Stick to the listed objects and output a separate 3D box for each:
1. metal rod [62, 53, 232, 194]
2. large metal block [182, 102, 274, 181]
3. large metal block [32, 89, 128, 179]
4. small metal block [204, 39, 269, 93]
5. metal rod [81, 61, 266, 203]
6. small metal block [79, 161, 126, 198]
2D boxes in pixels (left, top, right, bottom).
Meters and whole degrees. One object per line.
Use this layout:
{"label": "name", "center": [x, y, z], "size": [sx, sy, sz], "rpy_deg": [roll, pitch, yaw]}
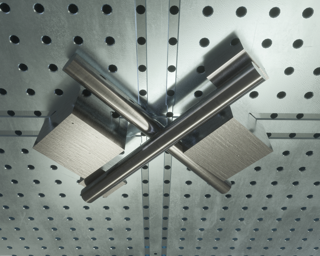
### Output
{"label": "metal rod", "center": [0.001, 0.010, 0.418], "size": [0.025, 0.025, 0.301], "rpy_deg": [-35, 122, 26]}
{"label": "large metal block", "center": [0.086, 0.014, 0.408], "size": [0.080, 0.050, 0.080], "rpy_deg": [35, 122, -26]}
{"label": "large metal block", "center": [-0.101, 0.010, 0.403], "size": [0.080, 0.050, 0.080], "rpy_deg": [-36, 122, 26]}
{"label": "small metal block", "center": [0.088, -0.064, 0.358], "size": [0.050, 0.025, 0.050], "rpy_deg": [-37, 122, 27]}
{"label": "metal rod", "center": [-0.002, 0.020, 0.395], "size": [0.299, 0.025, 0.025], "rpy_deg": [-37, 121, 27]}
{"label": "small metal block", "center": [-0.087, 0.075, 0.475], "size": [0.050, 0.025, 0.050], "rpy_deg": [37, 121, -27]}
